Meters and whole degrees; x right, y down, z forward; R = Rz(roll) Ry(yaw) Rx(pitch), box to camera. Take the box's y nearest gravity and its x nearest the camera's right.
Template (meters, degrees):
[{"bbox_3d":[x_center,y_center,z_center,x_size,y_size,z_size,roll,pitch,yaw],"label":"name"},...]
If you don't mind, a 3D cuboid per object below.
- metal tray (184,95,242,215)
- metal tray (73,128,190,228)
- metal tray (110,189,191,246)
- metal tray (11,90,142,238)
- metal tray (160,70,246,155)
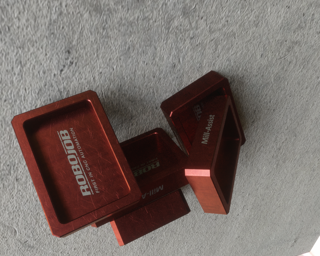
[{"bbox_3d":[0.074,0.032,0.398,0.090,0.030,0.130,63,36,-39],"label":"metal tray"},{"bbox_3d":[-0.036,0.054,0.381,0.131,0.090,0.030,-23,127,-15],"label":"metal tray"},{"bbox_3d":[-0.021,0.115,0.413,0.091,0.130,0.030,-22,82,-15],"label":"metal tray"},{"bbox_3d":[-0.086,0.034,0.322,0.091,0.130,0.030,-22,166,-16],"label":"metal tray"},{"bbox_3d":[0.066,-0.005,0.440,0.090,0.030,0.130,-34,129,-7],"label":"metal tray"}]
